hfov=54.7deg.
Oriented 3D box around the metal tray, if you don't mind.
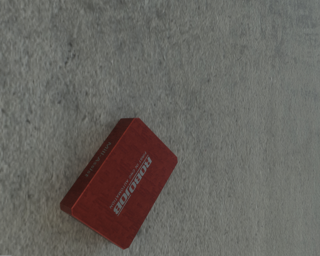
[{"bbox_3d":[-0.042,0.063,0.368,0.090,0.030,0.130,47,62,-30],"label":"metal tray"}]
